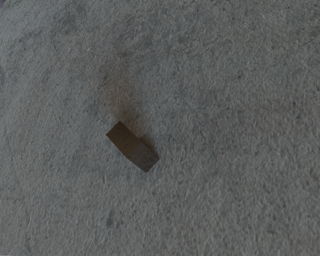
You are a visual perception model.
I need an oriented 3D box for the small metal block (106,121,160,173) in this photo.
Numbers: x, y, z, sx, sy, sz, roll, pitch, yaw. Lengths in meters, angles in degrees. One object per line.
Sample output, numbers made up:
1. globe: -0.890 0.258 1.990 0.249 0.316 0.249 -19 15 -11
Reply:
1. small metal block: -0.034 0.024 0.392 0.025 0.050 0.050 -46 51 -3
